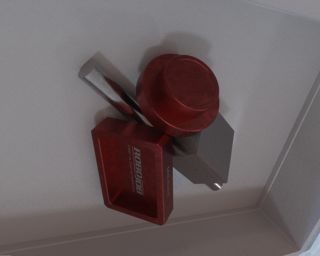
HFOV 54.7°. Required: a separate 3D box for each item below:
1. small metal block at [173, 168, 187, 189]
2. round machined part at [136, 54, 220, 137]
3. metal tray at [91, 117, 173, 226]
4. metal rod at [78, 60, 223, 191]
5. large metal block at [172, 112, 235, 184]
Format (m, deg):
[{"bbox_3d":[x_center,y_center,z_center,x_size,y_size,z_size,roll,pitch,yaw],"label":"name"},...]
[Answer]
[{"bbox_3d":[0.008,0.050,0.427,0.025,0.050,0.050,-44,130,2],"label":"small metal block"},{"bbox_3d":[0.027,-0.042,0.347,0.099,0.098,0.042,-2,160,-28],"label":"round machined part"},{"bbox_3d":[-0.031,0.056,0.385,0.030,0.090,0.129,-51,146,-50],"label":"metal tray"},{"bbox_3d":[0.008,0.016,0.422,0.025,0.025,0.300,-45,130,3],"label":"metal rod"},{"bbox_3d":[0.054,0.020,0.409,0.080,0.050,0.080,43,51,-39],"label":"large metal block"}]
